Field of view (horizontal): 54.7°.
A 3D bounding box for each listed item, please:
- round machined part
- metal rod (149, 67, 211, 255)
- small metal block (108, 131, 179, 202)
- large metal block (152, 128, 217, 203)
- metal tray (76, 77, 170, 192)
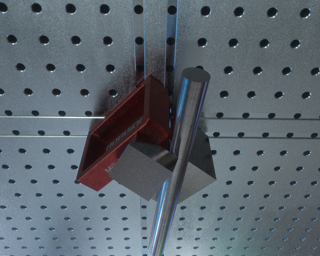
[{"bbox_3d":[-0.022,0.027,0.392,0.042,0.098,0.098,35,122,-26],"label":"round machined part"},{"bbox_3d":[0.013,0.066,0.363,0.025,0.025,0.298,5,130,-5],"label":"metal rod"},{"bbox_3d":[-0.017,0.040,0.317,0.050,0.025,0.050,33,123,-3],"label":"small metal block"},{"bbox_3d":[0.022,0.047,0.412,0.050,0.080,0.080,36,121,-27],"label":"large metal block"},{"bbox_3d":[-0.045,0.008,0.375,0.030,0.090,0.130,36,121,-27],"label":"metal tray"}]
